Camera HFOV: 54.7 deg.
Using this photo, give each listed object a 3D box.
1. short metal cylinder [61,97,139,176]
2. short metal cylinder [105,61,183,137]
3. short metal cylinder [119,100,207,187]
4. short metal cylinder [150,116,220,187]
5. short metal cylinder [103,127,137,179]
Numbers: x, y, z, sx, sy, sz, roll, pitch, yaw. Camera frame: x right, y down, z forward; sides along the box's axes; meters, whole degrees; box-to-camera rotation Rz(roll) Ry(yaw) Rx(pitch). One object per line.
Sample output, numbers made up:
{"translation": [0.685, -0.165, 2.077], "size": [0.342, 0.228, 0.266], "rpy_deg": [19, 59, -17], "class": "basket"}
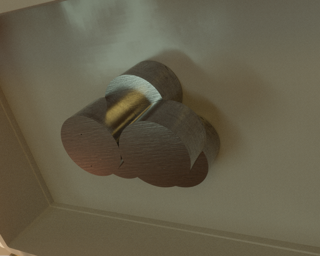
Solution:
{"translation": [-0.069, 0.010, 0.368], "size": [0.080, 0.050, 0.079], "rpy_deg": [13, 124, 21], "class": "short metal cylinder"}
{"translation": [-0.019, -0.036, 0.379], "size": [0.080, 0.050, 0.079], "rpy_deg": [13, 124, 21], "class": "short metal cylinder"}
{"translation": [0.004, 0.016, 0.333], "size": [0.080, 0.050, 0.079], "rpy_deg": [13, 124, 21], "class": "short metal cylinder"}
{"translation": [0.030, 0.028, 0.392], "size": [0.080, 0.050, 0.079], "rpy_deg": [13, 124, 21], "class": "short metal cylinder"}
{"translation": [-0.044, 0.023, 0.427], "size": [0.080, 0.050, 0.079], "rpy_deg": [13, 124, 21], "class": "short metal cylinder"}
